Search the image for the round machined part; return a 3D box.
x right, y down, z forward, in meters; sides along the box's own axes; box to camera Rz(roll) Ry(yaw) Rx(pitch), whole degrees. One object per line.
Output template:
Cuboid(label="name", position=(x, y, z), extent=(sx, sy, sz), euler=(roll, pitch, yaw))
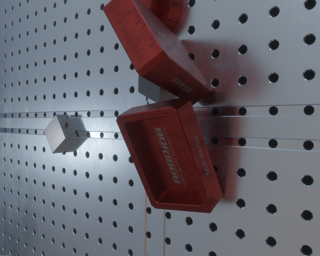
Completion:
Cuboid(label="round machined part", position=(-0.022, -0.165, 0.416), extent=(0.098, 0.042, 0.097), euler=(0, 90, 40))

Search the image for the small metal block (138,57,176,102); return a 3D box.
Cuboid(label="small metal block", position=(-0.004, -0.064, 0.398), extent=(0.050, 0.025, 0.050), euler=(34, 129, 47))

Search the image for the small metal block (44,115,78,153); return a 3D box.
Cuboid(label="small metal block", position=(-0.180, 0.011, 0.558), extent=(0.050, 0.025, 0.050), euler=(-42, 65, 32))

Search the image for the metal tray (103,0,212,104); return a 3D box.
Cuboid(label="metal tray", position=(0.003, -0.081, 0.336), extent=(0.030, 0.131, 0.090), euler=(-35, 68, 18))

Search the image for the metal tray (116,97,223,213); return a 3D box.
Cuboid(label="metal tray", position=(0.011, 0.035, 0.363), extent=(0.090, 0.030, 0.129), euler=(-8, 110, 39))
